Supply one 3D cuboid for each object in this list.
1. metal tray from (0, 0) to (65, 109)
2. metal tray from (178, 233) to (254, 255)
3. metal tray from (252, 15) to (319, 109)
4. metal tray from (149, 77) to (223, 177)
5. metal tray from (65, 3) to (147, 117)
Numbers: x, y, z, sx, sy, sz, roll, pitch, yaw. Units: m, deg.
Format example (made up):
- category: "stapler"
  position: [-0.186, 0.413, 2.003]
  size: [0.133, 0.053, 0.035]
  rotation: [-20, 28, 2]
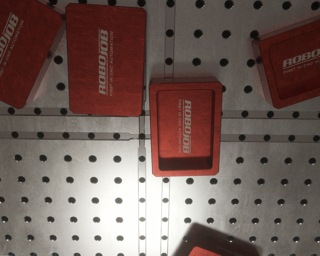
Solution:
- category: "metal tray"
  position: [-0.179, -0.099, 0.372]
  size: [0.090, 0.030, 0.129]
  rotation: [29, 107, -11]
- category: "metal tray"
  position: [0.091, 0.232, 0.497]
  size: [0.131, 0.030, 0.089]
  rotation: [24, 108, -9]
- category: "metal tray"
  position: [0.190, -0.087, 0.381]
  size: [0.131, 0.030, 0.090]
  rotation: [-19, 109, 6]
- category: "metal tray"
  position: [0.033, 0.000, 0.411]
  size: [0.091, 0.030, 0.129]
  rotation: [-2, 110, 0]
- category: "metal tray"
  position: [-0.064, -0.081, 0.380]
  size: [0.091, 0.030, 0.129]
  rotation: [3, 110, -2]
